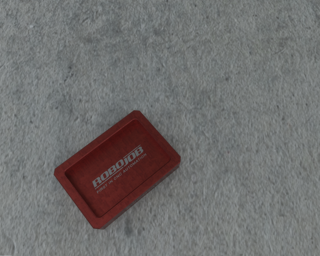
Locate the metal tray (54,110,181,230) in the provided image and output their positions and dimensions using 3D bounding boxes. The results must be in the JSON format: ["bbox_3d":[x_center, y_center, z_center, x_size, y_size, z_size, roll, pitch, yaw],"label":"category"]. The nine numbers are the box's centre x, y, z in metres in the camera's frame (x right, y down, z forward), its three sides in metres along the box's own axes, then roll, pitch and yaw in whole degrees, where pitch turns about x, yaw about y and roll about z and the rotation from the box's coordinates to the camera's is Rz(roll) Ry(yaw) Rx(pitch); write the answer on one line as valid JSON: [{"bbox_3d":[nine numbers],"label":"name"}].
[{"bbox_3d":[-0.051,0.050,0.386,0.130,0.030,0.090,-38,75,-13],"label":"metal tray"}]
